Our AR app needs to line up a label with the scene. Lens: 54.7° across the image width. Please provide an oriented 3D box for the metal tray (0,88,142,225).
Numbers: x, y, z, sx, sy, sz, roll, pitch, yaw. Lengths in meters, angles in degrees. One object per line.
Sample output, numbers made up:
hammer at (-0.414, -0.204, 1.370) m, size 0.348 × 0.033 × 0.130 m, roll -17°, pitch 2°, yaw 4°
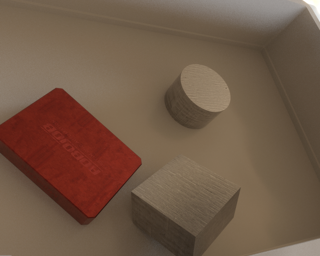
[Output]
metal tray at (-0.096, 0.027, 0.335) m, size 0.130 × 0.030 × 0.090 m, roll 42°, pitch 51°, yaw 0°

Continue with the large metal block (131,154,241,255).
large metal block at (0.027, 0.083, 0.332) m, size 0.080 × 0.050 × 0.081 m, roll 27°, pitch 43°, yaw 32°

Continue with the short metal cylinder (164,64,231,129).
short metal cylinder at (0.054, -0.045, 0.448) m, size 0.081 × 0.050 × 0.080 m, roll 14°, pitch 56°, yaw -21°
